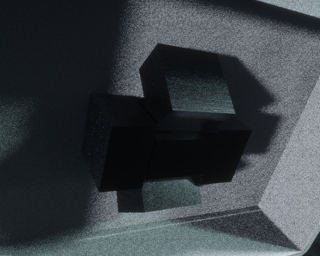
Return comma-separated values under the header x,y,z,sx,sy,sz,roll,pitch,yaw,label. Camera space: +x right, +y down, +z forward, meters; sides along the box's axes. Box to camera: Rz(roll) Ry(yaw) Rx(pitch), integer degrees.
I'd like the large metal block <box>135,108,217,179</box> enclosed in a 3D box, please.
x,y,z,sx,sy,sz,roll,pitch,yaw,label
0.009,0.016,0.386,0.081,0.080,0.050,1,118,-29,large metal block

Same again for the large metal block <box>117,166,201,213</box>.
x,y,z,sx,sy,sz,roll,pitch,yaw,label
-0.005,0.081,0.410,0.081,0.080,0.050,0,77,-30,large metal block

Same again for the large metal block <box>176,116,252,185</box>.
x,y,z,sx,sy,sz,roll,pitch,yaw,label
0.066,0.018,0.419,0.050,0.080,0.079,1,118,-29,large metal block

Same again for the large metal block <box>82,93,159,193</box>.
x,y,z,sx,sy,sz,roll,pitch,yaw,label
-0.050,0.014,0.353,0.050,0.080,0.079,1,118,-29,large metal block

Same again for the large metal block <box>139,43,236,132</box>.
x,y,z,sx,sy,sz,roll,pitch,yaw,label
0.029,-0.043,0.353,0.081,0.080,0.050,1,155,-29,large metal block
